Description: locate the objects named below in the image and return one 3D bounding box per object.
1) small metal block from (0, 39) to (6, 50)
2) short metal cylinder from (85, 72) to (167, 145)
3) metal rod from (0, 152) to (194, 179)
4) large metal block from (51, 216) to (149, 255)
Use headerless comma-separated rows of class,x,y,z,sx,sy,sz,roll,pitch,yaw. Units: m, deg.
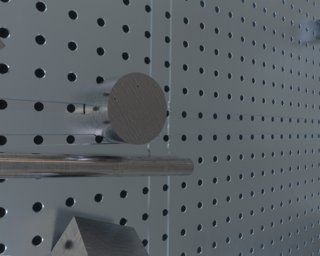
small metal block,-0.173,-0.077,0.264,0.050,0.025,0.050,-46,118,-30
short metal cylinder,-0.039,-0.021,0.361,0.081,0.050,0.079,0,90,-40
metal rod,-0.076,0.043,0.346,0.302,0.025,0.025,6,86,-40
large metal block,-0.056,0.143,0.318,0.080,0.080,0.050,26,101,-37
